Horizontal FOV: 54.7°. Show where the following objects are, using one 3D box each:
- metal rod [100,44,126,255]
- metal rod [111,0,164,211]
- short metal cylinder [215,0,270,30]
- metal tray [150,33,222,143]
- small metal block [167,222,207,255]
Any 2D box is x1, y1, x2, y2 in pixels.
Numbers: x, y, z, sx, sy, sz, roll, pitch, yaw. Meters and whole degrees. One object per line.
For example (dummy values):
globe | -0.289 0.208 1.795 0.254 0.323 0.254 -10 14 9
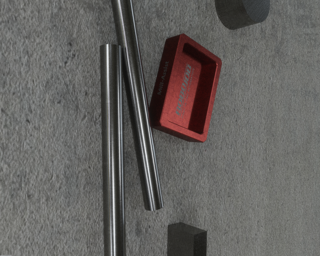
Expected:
metal rod | -0.054 0.055 0.360 0.025 0.025 0.298 -2 91 -40
metal rod | -0.029 -0.044 0.381 0.025 0.025 0.298 -15 100 -39
short metal cylinder | 0.135 -0.206 0.504 0.081 0.050 0.079 0 90 -40
metal tray | 0.037 -0.053 0.434 0.091 0.030 0.129 22 76 -38
small metal block | 0.036 0.161 0.422 0.025 0.050 0.050 2 89 -40
